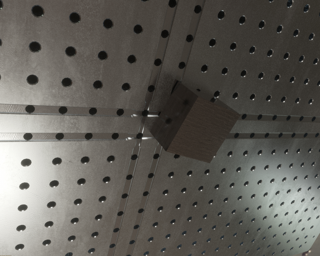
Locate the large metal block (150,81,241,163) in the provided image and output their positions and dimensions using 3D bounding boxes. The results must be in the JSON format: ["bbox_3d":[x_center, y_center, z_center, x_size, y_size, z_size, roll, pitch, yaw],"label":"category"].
[{"bbox_3d":[0.047,-0.006,0.419,0.081,0.050,0.080,18,109,-36],"label":"large metal block"}]
